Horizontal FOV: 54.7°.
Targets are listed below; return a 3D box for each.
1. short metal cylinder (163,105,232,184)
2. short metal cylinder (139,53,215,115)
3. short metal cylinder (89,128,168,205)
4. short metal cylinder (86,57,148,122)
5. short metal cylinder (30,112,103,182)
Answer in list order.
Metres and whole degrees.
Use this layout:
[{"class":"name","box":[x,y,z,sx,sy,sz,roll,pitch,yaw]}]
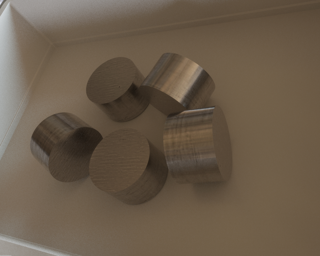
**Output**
[{"class":"short metal cylinder","box":[0.043,0.019,0.333,0.050,0.080,0.080,-9,58,23]},{"class":"short metal cylinder","box":[0.021,-0.048,0.387,0.080,0.080,0.050,24,75,36]},{"class":"short metal cylinder","box":[-0.038,0.047,0.377,0.080,0.050,0.080,-13,56,20]},{"class":"short metal cylinder","box":[-0.059,-0.056,0.451,0.080,0.050,0.080,-13,56,20]},{"class":"short metal cylinder","box":[-0.123,0.025,0.415,0.050,0.080,0.080,30,78,37]}]
